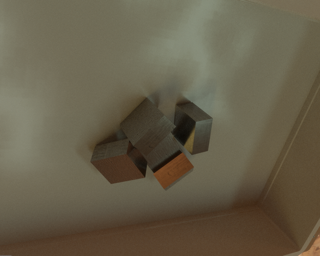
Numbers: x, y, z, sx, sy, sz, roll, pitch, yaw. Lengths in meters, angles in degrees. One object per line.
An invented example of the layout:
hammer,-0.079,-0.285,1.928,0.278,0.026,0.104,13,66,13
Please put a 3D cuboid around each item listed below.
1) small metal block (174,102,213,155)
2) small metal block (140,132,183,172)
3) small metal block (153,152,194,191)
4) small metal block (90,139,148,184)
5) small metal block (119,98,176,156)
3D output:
small metal block,0.043,0.000,0.415,0.025,0.050,0.050,-12,123,-24
small metal block,-0.004,0.026,0.421,0.050,0.025,0.050,-36,130,-4
small metal block,0.020,0.063,0.442,0.050,0.025,0.050,-36,166,-5
small metal block,-0.051,0.043,0.392,0.050,0.025,0.050,-14,133,20
small metal block,-0.016,-0.002,0.381,0.050,0.050,0.025,-45,129,3
